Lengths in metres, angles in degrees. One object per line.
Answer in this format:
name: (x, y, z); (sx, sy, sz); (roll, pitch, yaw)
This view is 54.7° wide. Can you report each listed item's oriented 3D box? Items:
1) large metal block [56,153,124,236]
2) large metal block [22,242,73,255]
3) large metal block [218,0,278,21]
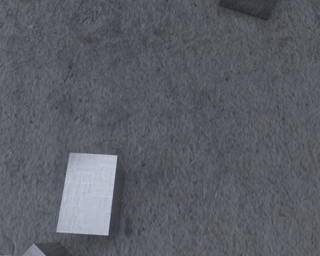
large metal block: (-0.073, 0.078, 0.350); (0.050, 0.080, 0.080); (4, 70, 1)
large metal block: (-0.127, 0.167, 0.316); (0.050, 0.080, 0.080); (39, 74, 12)
large metal block: (0.145, -0.225, 0.479); (0.080, 0.050, 0.080); (20, 71, 7)
